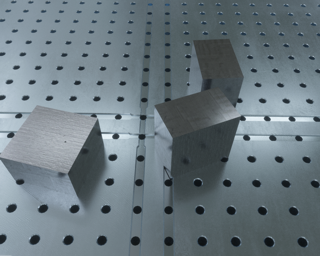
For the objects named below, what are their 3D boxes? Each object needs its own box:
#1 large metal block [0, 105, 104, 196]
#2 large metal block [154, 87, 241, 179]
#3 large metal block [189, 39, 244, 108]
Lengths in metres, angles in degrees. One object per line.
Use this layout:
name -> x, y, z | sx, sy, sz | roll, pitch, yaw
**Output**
large metal block -> -0.123, 0.025, 0.368 | 0.080, 0.050, 0.080 | 12, 51, 9
large metal block -> 0.040, 0.006, 0.367 | 0.081, 0.080, 0.050 | -17, 53, -15
large metal block -> 0.073, -0.065, 0.427 | 0.050, 0.080, 0.080 | -3, 50, -3
